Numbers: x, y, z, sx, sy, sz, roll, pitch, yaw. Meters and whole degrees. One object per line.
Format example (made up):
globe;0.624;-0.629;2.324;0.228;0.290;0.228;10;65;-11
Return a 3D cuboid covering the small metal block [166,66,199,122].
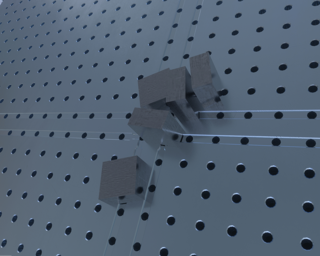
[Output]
small metal block;0.030;-0.043;0.402;0.025;0.050;0.050;-11;57;22

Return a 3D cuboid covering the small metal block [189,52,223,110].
small metal block;0.060;-0.059;0.397;0.025;0.050;0.050;-14;56;20

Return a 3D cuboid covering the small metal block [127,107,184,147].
small metal block;-0.004;-0.001;0.394;0.050;0.050;0.025;8;66;31

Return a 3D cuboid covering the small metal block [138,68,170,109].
small metal block;-0.002;-0.051;0.439;0.050;0.025;0.050;-19;54;16

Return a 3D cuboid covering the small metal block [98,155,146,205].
small metal block;-0.047;0.066;0.391;0.050;0.025;0.050;-13;56;21
